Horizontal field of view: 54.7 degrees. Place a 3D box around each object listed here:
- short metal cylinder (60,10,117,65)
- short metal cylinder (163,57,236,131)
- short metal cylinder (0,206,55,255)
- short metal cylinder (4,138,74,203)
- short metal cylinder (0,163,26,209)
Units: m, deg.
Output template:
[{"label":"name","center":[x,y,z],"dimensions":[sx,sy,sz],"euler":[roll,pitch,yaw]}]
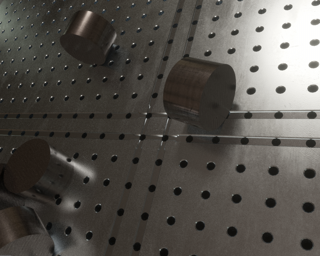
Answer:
[{"label":"short metal cylinder","center":[-0.121,-0.152,0.527],"dimensions":[0.080,0.080,0.050],"euler":[6,65,31]},{"label":"short metal cylinder","center":[0.049,-0.041,0.372],"dimensions":[0.050,0.080,0.080],"euler":[21,73,35]},{"label":"short metal cylinder","center":[-0.178,0.143,0.376],"dimensions":[0.080,0.080,0.050],"euler":[-47,52,-5]},{"label":"short metal cylinder","center":[-0.172,0.062,0.442],"dimensions":[0.080,0.050,0.080],"euler":[-13,56,20]},{"label":"short metal cylinder","center":[-0.240,0.094,0.439],"dimensions":[0.050,0.080,0.080],"euler":[-13,56,21]}]
